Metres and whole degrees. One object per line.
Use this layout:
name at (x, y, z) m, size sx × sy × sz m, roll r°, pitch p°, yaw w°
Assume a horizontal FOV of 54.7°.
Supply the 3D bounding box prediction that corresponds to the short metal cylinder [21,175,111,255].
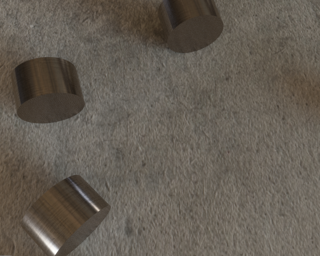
short metal cylinder at (-0.101, 0.098, 0.342) m, size 0.050 × 0.080 × 0.080 m, roll 42°, pitch 75°, yaw 13°

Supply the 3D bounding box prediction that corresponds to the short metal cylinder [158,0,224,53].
short metal cylinder at (0.042, -0.150, 0.434) m, size 0.081 × 0.080 × 0.050 m, roll -14°, pitch 71°, yaw -5°

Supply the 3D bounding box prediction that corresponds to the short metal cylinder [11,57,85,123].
short metal cylinder at (-0.142, -0.046, 0.394) m, size 0.081 × 0.080 × 0.050 m, roll -16°, pitch 71°, yaw -6°
